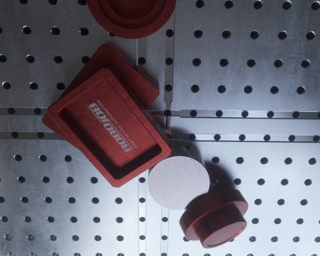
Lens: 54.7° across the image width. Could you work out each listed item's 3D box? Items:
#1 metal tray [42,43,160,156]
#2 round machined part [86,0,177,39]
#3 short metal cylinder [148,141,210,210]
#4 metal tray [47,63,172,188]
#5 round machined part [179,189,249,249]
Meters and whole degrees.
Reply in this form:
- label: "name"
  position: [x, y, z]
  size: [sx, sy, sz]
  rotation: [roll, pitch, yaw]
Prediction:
- label: "metal tray"
  position: [-0.074, -0.031, 0.398]
  size: [0.090, 0.030, 0.130]
  rotation: [39, 105, -14]
- label: "round machined part"
  position: [-0.031, -0.152, 0.348]
  size: [0.099, 0.042, 0.097]
  rotation: [0, 110, -1]
- label: "short metal cylinder"
  position: [0.024, 0.064, 0.424]
  size: [0.081, 0.050, 0.079]
  rotation: [0, 110, -1]
- label: "metal tray"
  position: [-0.057, 0.000, 0.377]
  size: [0.090, 0.030, 0.130]
  rotation: [-34, 107, 11]
- label: "round machined part"
  position: [0.080, 0.131, 0.429]
  size: [0.099, 0.042, 0.097]
  rotation: [-17, 140, -14]
